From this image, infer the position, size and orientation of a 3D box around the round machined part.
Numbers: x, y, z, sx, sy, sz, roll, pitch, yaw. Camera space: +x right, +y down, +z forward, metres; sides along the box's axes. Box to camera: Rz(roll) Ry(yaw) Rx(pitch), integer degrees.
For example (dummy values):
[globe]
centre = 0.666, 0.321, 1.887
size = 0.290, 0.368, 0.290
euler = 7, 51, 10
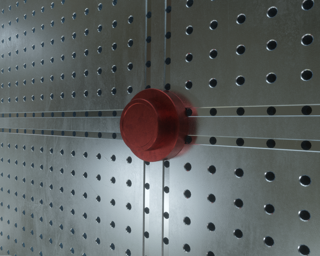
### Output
[round machined part]
centre = -0.015, -0.004, 0.408
size = 0.098, 0.042, 0.097
euler = 0, 90, 39
